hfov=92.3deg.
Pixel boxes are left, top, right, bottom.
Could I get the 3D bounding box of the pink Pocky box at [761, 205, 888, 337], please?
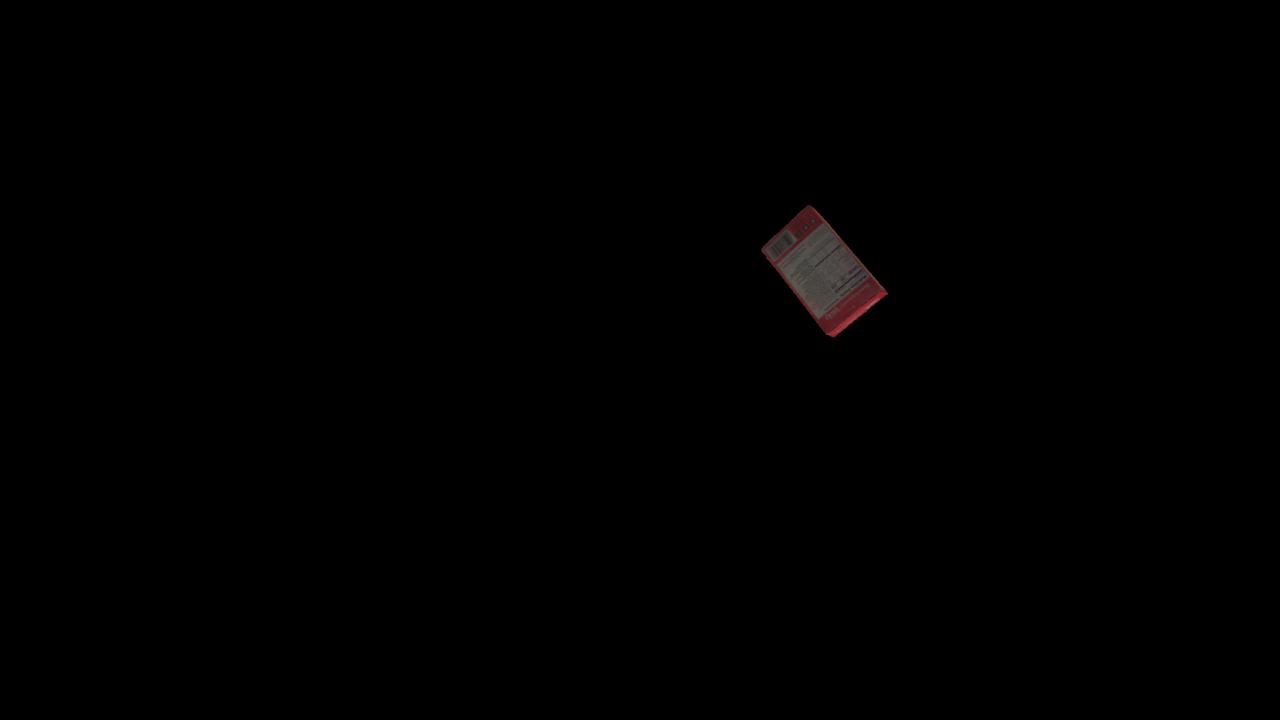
[{"bbox_3d":[0.228,-0.112,0.772,0.084,0.155,0.029,-44,-32,24],"label":"pink Pocky box"}]
